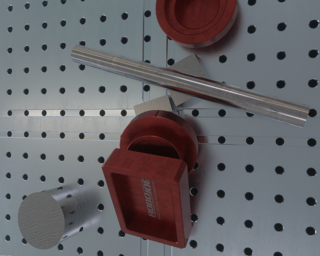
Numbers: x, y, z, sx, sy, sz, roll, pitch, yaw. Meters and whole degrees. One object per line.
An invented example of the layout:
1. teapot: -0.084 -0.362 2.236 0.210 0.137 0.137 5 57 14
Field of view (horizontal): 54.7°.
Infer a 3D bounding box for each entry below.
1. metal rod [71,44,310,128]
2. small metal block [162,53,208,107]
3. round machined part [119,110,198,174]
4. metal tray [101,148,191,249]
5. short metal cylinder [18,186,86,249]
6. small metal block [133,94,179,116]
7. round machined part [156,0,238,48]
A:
1. metal rod: 0.021 -0.057 0.378 0.301 0.025 0.025 19 96 19
2. small metal block: 0.036 -0.060 0.400 0.050 0.025 0.050 -27 81 18
3. round machined part: -0.004 0.030 0.385 0.098 0.042 0.097 5 117 11
4. metal tray: -0.012 0.088 0.375 0.090 0.030 0.129 8 130 19
5. short metal cylinder: -0.158 0.129 0.455 0.080 0.050 0.080 0 90 20
6. small metal block: -0.002 -0.012 0.413 0.050 0.025 0.050 -17 84 19
7. round machined part: 0.048 -0.148 0.387 0.098 0.042 0.097 0 90 20
